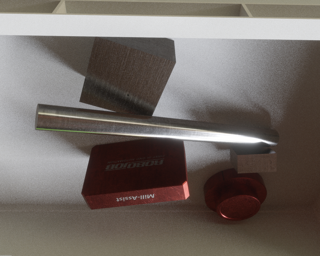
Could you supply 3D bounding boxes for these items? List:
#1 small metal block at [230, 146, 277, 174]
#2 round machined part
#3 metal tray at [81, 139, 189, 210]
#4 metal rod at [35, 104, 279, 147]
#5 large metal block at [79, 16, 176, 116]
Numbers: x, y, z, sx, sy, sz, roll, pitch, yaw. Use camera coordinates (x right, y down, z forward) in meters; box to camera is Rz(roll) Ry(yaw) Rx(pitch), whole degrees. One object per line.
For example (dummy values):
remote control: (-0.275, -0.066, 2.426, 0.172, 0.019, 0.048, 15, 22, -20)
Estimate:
small metal block: (0.127, 0.041, 0.426, 0.050, 0.050, 0.025, -3, 101, 2)
round machined part: (0.121, 0.112, 0.495, 0.099, 0.042, 0.097, -1, 130, 0)
metal tray: (-0.030, 0.057, 0.414, 0.131, 0.090, 0.030, -7, 130, 6)
metal rod: (0.020, 0.002, 0.357, 0.302, 0.025, 0.025, 5, 132, -27)
large metal block: (-0.036, -0.063, 0.339, 0.081, 0.050, 0.079, 15, 128, -13)
